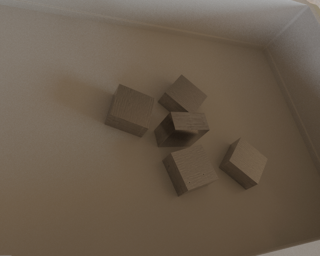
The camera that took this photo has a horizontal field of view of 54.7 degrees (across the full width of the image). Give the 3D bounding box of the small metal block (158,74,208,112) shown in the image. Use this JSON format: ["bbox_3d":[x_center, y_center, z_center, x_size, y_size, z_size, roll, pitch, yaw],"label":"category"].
[{"bbox_3d":[0.033,-0.042,0.449,0.050,0.025,0.050,40,51,-1],"label":"small metal block"}]

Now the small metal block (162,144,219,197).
[{"bbox_3d":[0.038,0.053,0.394,0.050,0.025,0.050,-13,68,-33],"label":"small metal block"}]

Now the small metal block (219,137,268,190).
[{"bbox_3d":[0.119,0.050,0.439,0.050,0.025,0.050,39,51,-2],"label":"small metal block"}]

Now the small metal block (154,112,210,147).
[{"bbox_3d":[0.027,0.003,0.402,0.050,0.050,0.025,0,62,-28],"label":"small metal block"}]

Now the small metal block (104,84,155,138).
[{"bbox_3d":[-0.038,-0.022,0.398,0.050,0.025,0.050,21,54,-16],"label":"small metal block"}]
